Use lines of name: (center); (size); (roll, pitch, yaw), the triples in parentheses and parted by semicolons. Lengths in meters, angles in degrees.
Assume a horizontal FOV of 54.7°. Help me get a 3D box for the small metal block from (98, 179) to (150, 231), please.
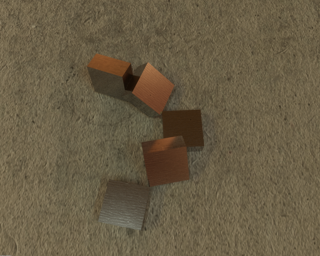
small metal block: (-0.041, 0.093, 0.374); (0.050, 0.025, 0.050); (11, 70, 4)

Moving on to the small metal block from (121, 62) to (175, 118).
small metal block: (-0.015, -0.049, 0.410); (0.050, 0.025, 0.050); (37, 64, -28)

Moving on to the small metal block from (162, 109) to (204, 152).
small metal block: (0.029, 0.005, 0.407); (0.050, 0.025, 0.050); (-3, 70, -1)

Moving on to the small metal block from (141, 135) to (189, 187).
small metal block: (0.007, 0.040, 0.378); (0.050, 0.050, 0.025); (-10, 31, -4)

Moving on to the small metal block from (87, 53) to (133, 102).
small metal block: (-0.064, -0.067, 0.414); (0.050, 0.050, 0.025); (18, 60, 13)
